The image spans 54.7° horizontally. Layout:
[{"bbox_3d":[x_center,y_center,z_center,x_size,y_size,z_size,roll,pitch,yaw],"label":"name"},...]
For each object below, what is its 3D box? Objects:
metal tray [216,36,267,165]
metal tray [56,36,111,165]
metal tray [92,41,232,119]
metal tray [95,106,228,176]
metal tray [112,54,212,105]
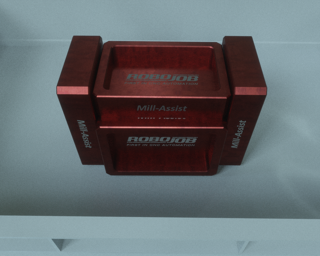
[{"bbox_3d":[0.084,-0.027,0.357,0.030,0.129,0.090,1,51,1],"label":"metal tray"},{"bbox_3d":[-0.079,-0.028,0.357,0.030,0.129,0.090,0,51,0],"label":"metal tray"},{"bbox_3d":[0.002,-0.053,0.327,0.131,0.030,0.090,1,50,0],"label":"metal tray"},{"bbox_3d":[0.002,0.017,0.344,0.131,0.089,0.030,0,50,0],"label":"metal tray"},{"bbox_3d":[0.003,-0.052,0.402,0.131,0.090,0.030,0,51,0],"label":"metal tray"}]
